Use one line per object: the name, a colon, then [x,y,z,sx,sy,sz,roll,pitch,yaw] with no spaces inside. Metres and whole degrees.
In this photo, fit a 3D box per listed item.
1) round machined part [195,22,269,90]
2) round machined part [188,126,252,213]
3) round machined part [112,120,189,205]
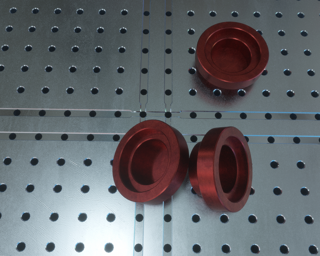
round machined part: [0.099,-0.098,0.440,0.099,0.042,0.098,0,70,-1]
round machined part: [0.070,0.048,0.367,0.042,0.098,0.098,-6,64,39]
round machined part: [-0.007,0.042,0.371,0.098,0.042,0.098,-16,62,32]
